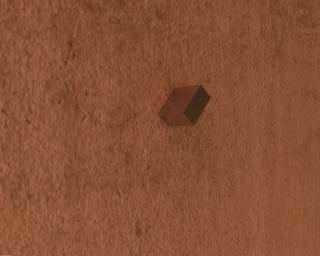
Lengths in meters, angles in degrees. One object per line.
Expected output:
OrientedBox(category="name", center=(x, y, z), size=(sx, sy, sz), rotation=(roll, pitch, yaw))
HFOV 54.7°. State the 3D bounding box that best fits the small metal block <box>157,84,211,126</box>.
OrientedBox(category="small metal block", center=(0.032, -0.030, 0.418), size=(0.025, 0.050, 0.050), rotation=(48, 61, -30))
